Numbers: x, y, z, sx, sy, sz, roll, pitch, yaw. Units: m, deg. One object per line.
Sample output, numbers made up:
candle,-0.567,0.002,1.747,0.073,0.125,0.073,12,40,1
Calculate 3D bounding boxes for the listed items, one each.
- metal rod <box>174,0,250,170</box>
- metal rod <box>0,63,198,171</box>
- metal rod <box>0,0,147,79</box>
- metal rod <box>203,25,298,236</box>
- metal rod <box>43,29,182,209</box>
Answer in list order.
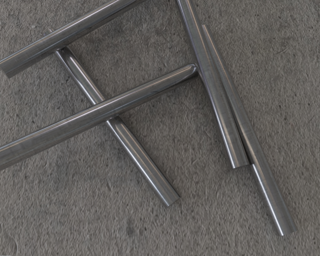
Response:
metal rod,0.061,-0.090,0.423,0.025,0.025,0.299,-14,74,-5
metal rod,-0.078,-0.016,0.381,0.302,0.025,0.025,-27,72,-22
metal rod,-0.089,-0.160,0.446,0.301,0.025,0.025,-38,74,-20
metal rod,0.106,-0.011,0.412,0.025,0.025,0.299,-16,71,-6
metal rod,-0.072,-0.023,0.415,0.025,0.025,0.300,-35,74,-12
